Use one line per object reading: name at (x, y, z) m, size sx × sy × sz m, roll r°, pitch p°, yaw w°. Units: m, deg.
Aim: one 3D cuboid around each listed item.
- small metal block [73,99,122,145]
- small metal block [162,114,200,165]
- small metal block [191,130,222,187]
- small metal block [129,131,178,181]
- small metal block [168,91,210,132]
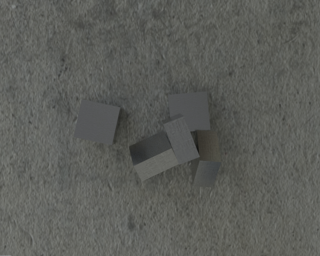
small metal block at (-0.081, -0.008, 0.409) m, size 0.050 × 0.025 × 0.050 m, roll 12°, pitch 90°, yaw -1°
small metal block at (0.024, 0.012, 0.373) m, size 0.025 × 0.050 × 0.050 m, roll -21°, pitch 96°, yaw 1°
small metal block at (0.056, 0.038, 0.388) m, size 0.025 × 0.050 × 0.050 m, roll 5°, pitch 134°, yaw -3°
small metal block at (-0.009, 0.034, 0.395) m, size 0.050 × 0.050 × 0.025 m, roll -25°, pitch 117°, yaw 0°
small metal block at (0.038, -0.020, 0.411) m, size 0.050 × 0.025 × 0.050 m, roll -5°, pitch 90°, yaw -1°
